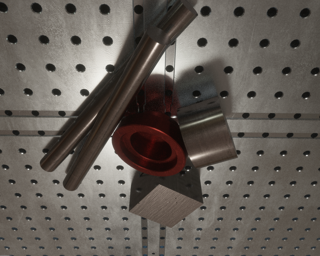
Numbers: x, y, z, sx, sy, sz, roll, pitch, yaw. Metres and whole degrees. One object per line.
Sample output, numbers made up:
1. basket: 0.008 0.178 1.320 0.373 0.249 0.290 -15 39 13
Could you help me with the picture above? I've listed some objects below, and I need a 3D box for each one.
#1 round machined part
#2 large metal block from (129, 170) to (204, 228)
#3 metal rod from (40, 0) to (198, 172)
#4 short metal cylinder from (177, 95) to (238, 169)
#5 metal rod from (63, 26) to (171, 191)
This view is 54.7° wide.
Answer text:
1. round machined part: -0.009 0.016 0.402 0.098 0.042 0.097 13 139 12
2. large metal block: 0.008 0.104 0.484 0.080 0.050 0.080 28 124 -22
3. metal rod: -0.068 -0.034 0.381 0.025 0.025 0.299 33 123 -25
4. short metal cylinder: 0.059 0.005 0.381 0.050 0.080 0.080 -18 128 13
5. metal rod: -0.070 0.001 0.384 0.025 0.025 0.298 22 135 -18
